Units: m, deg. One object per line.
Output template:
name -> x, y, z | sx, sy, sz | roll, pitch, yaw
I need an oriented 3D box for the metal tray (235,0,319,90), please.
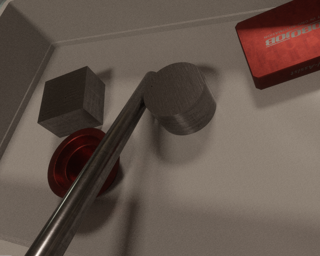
metal tray -> 0.168, -0.110, 0.375 | 0.130, 0.030, 0.090 | -18, 62, 17

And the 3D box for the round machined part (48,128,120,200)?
round machined part -> -0.096, 0.052, 0.411 | 0.098, 0.042, 0.098 | -13, 56, 20

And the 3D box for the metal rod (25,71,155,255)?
metal rod -> -0.051, 0.016, 0.342 | 0.025, 0.025, 0.301 | -7, 33, 24

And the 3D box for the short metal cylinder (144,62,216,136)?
short metal cylinder -> 0.026, -0.037, 0.398 | 0.080, 0.050, 0.080 | -13, 56, 20

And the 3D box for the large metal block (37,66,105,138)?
large metal block -> -0.135, -0.039, 0.483 | 0.080, 0.050, 0.080 | -16, 55, 19
